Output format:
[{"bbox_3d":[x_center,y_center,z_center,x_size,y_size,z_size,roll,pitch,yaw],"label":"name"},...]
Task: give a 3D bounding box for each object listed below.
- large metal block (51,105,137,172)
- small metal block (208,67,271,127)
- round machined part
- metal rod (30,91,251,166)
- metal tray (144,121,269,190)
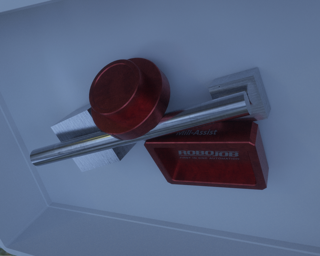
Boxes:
[{"bbox_3d":[-0.093,0.009,0.442,0.080,0.050,0.080,-19,109,35],"label":"large metal block"},{"bbox_3d":[0.088,-0.033,0.339,0.050,0.025,0.050,-12,113,33],"label":"small metal block"},{"bbox_3d":[-0.041,-0.039,0.353,0.098,0.098,0.042,-4,157,30],"label":"round machined part"},{"bbox_3d":[-0.043,0.008,0.375,0.300,0.025,0.025,-14,111,26],"label":"metal rod"},{"bbox_3d":[0.057,0.035,0.376,0.130,0.030,0.090,-2,137,28],"label":"metal tray"}]
